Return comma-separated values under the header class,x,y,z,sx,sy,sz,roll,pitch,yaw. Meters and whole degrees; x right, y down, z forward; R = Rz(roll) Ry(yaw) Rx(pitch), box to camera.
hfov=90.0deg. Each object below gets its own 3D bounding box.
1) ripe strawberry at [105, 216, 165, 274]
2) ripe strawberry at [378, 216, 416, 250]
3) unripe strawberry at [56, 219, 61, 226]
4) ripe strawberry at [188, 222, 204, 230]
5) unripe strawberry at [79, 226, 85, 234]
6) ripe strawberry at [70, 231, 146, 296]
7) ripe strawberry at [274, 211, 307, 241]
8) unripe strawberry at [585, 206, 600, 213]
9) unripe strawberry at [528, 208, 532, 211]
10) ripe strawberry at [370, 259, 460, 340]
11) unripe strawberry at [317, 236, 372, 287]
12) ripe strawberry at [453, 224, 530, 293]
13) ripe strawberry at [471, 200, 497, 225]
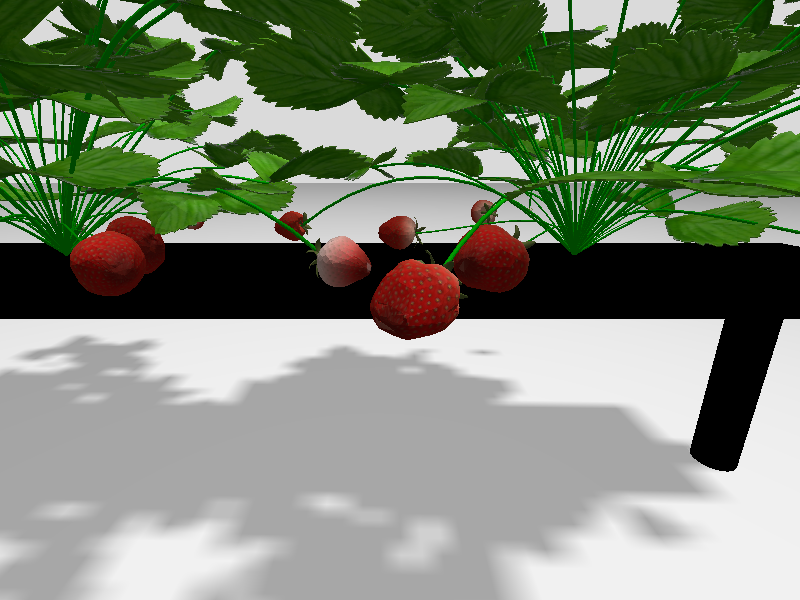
class,x,y,z,sx,sy,sz,roll,pitch,yaw
ripe strawberry,-0.184,-0.038,0.281,0.039,0.041,0.036,12,21,30
ripe strawberry,-0.003,-0.063,0.375,0.035,0.030,0.035,2,18,9
unripe strawberry,-0.407,-0.090,0.475,0.011,0.011,0.011,-15,23,-38
ripe strawberry,-0.265,-0.109,0.516,0.034,0.036,0.037,3,18,9
unripe strawberry,-0.373,-0.082,0.466,0.010,0.011,0.011,-11,-19,-31
ripe strawberry,-0.170,-0.020,0.236,0.040,0.039,0.037,17,24,41
ripe strawberry,-0.114,-0.077,0.417,0.031,0.031,0.034,1,18,15
unripe strawberry,0.274,-0.123,0.569,0.022,0.022,0.019,9,20,26
unripe strawberry,0.185,-0.127,0.574,0.009,0.010,0.010,2,18,7
ripe strawberry,0.005,0.002,0.169,0.039,0.035,0.035,14,40,36
unripe strawberry,-0.035,-0.024,0.256,0.034,0.033,0.031,12,21,18
ripe strawberry,0.051,-0.024,0.238,0.046,0.039,0.046,15,24,39
ripe strawberry,0.110,-0.116,0.537,0.034,0.036,0.037,-4,9,-12
